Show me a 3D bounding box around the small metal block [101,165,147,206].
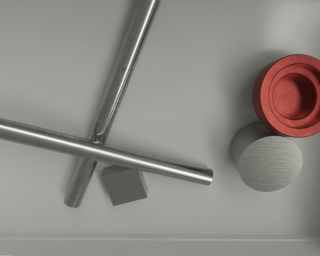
[{"bbox_3d":[-0.049,0.078,0.439,0.050,0.025,0.050,-15,110,5],"label":"small metal block"}]

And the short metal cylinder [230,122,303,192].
[{"bbox_3d":[0.139,0.037,0.413,0.081,0.050,0.079,0,112,0],"label":"short metal cylinder"}]

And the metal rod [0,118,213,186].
[{"bbox_3d":[-0.071,0.032,0.396,0.302,0.025,0.025,15,110,-16],"label":"metal rod"}]

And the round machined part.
[{"bbox_3d":[0.160,-0.038,0.380,0.099,0.042,0.097,0,91,-7],"label":"round machined part"}]

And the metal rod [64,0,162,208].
[{"bbox_3d":[-0.068,-0.021,0.402,0.025,0.025,0.298,22,108,-8],"label":"metal rod"}]
